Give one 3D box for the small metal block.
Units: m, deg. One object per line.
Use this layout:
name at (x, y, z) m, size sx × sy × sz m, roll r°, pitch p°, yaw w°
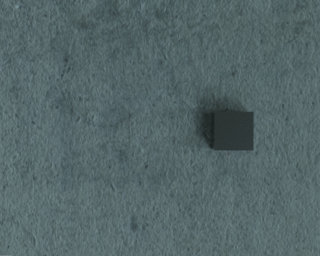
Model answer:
small metal block at (0.095, 0.004, 0.411) m, size 0.050 × 0.025 × 0.050 m, roll 0°, pitch 90°, yaw 0°
